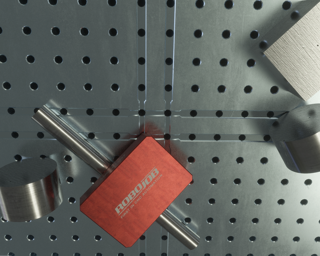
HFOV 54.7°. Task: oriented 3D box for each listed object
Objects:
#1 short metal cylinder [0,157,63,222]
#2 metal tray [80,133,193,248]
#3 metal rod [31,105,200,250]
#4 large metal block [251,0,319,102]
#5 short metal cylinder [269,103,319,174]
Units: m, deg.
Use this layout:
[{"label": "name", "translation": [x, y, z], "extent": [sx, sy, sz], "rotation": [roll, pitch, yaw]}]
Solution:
[{"label": "short metal cylinder", "translation": [-0.174, 0.079, 0.411], "extent": [0.081, 0.080, 0.050], "rotation": [-4, 110, 1]}, {"label": "metal tray", "translation": [-0.031, 0.082, 0.418], "extent": [0.130, 0.030, 0.090], "rotation": [-47, 105, -6]}, {"label": "metal rod", "translation": [-0.053, 0.078, 0.441], "extent": [0.025, 0.025, 0.300], "rotation": [-43, 105, 14]}, {"label": "large metal block", "translation": [0.172, -0.092, 0.369], "extent": [0.080, 0.050, 0.080], "rotation": [-43, 105, 14]}, {"label": "short metal cylinder", "translation": [0.188, 0.012, 0.391], "extent": [0.080, 0.080, 0.050], "rotation": [-30, 108, 10]}]
